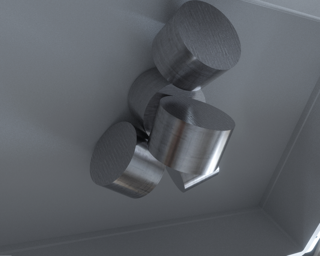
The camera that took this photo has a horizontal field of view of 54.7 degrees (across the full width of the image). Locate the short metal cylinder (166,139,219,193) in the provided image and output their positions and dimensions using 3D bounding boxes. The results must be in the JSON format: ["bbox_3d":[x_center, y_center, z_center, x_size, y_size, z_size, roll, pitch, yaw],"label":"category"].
[{"bbox_3d":[0.035,0.039,0.414,0.050,0.080,0.080,-25,128,-12],"label":"short metal cylinder"}]

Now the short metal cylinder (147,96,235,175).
[{"bbox_3d":[0.032,0.005,0.326,0.081,0.080,0.050,3,117,-30],"label":"short metal cylinder"}]

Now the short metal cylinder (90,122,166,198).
[{"bbox_3d":[-0.039,0.039,0.373,0.050,0.080,0.080,33,100,-38],"label":"short metal cylinder"}]

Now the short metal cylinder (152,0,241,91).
[{"bbox_3d":[0.038,-0.086,0.330,0.081,0.080,0.050,4,159,-30],"label":"short metal cylinder"}]

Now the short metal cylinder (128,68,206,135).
[{"bbox_3d":[0.008,-0.028,0.376,0.081,0.050,0.079,-14,124,-21],"label":"short metal cylinder"}]
